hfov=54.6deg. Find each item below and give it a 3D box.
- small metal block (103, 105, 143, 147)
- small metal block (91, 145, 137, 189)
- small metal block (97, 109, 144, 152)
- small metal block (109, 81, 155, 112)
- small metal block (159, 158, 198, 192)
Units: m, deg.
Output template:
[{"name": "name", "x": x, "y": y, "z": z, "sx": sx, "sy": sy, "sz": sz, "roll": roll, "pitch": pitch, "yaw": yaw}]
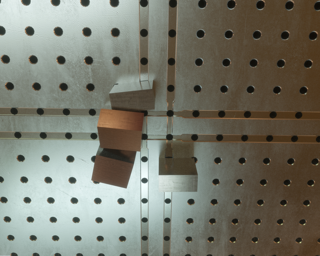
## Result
[{"name": "small metal block", "x": -0.049, "y": -0.003, "z": 0.412, "sx": 0.050, "sy": 0.025, "sz": 0.050, "roll": 0, "pitch": 110, "yaw": 0}, {"name": "small metal block", "x": -0.063, "y": 0.052, "z": 0.425, "sx": 0.050, "sy": 0.025, "sz": 0.050, "roll": 14, "pitch": 127, "yaw": -6}, {"name": "small metal block", "x": -0.046, "y": 0.004, "z": 0.374, "sx": 0.050, "sy": 0.025, "sz": 0.050, "roll": 6, "pitch": 148, "yaw": -2}, {"name": "small metal block", "x": -0.033, "y": -0.040, "z": 0.385, "sx": 0.050, "sy": 0.050, "sz": 0.025, "roll": -6, "pitch": 110, "yaw": 2}, {"name": "small metal block", "x": 0.023, "y": 0.063, "z": 0.423, "sx": 0.050, "sy": 0.050, "sz": 0.025, "roll": 0, "pitch": 110, "yaw": 0}]
